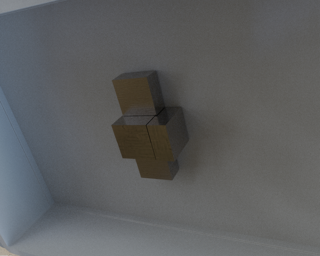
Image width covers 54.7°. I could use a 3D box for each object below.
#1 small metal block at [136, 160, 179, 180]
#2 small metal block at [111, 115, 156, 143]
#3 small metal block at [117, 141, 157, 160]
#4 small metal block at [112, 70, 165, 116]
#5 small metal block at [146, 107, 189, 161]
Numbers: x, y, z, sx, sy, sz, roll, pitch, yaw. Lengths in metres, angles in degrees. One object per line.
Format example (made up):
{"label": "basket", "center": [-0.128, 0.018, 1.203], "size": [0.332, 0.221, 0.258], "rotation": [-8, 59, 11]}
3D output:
{"label": "small metal block", "center": [-0.006, 0.044, 0.437], "size": [0.050, 0.025, 0.050], "rotation": [0, 119, 28]}
{"label": "small metal block", "center": [-0.026, -0.005, 0.401], "size": [0.050, 0.050, 0.025], "rotation": [0, 118, 28]}
{"label": "small metal block", "center": [-0.020, 0.017, 0.411], "size": [0.050, 0.050, 0.025], "rotation": [0, 118, 28]}
{"label": "small metal block", "center": [-0.027, -0.044, 0.394], "size": [0.050, 0.025, 0.050], "rotation": [0, 119, 28]}
{"label": "small metal block", "center": [0.011, 0.007, 0.388], "size": [0.025, 0.050, 0.050], "rotation": [0, 118, 28]}
